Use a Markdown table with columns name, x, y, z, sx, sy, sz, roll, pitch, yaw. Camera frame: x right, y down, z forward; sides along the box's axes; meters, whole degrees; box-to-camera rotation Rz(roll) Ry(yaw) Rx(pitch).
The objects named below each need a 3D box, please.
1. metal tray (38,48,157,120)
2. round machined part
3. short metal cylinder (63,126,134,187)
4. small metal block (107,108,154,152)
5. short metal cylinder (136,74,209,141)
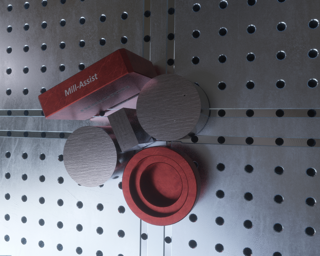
| name | x | y | z | sx | sy | sz | roll | pitch | yaw |
| --- | --- | --- | --- | --- | --- | --- | --- | --- | --- |
| metal tray | -0.076 | -0.050 | 0.400 | 0.130 | 0.090 | 0.030 | -25 | 82 | 19 |
| round machined part | 0.005 | 0.071 | 0.397 | 0.098 | 0.042 | 0.097 | 0 | 90 | 19 |
| short metal cylinder | -0.083 | 0.037 | 0.424 | 0.080 | 0.050 | 0.079 | 0 | 90 | 20 |
| small metal block | -0.038 | 0.002 | 0.408 | 0.025 | 0.050 | 0.050 | -27 | 81 | 18 |
| short metal cylinder | 0.017 | -0.024 | 0.389 | 0.080 | 0.050 | 0.079 | 0 | 90 | 20 |
